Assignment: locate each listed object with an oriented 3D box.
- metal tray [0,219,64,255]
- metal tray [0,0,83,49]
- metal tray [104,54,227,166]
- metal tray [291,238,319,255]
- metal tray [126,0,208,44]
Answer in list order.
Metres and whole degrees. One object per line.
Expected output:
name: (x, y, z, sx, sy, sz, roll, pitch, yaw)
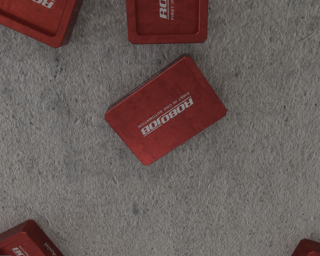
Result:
metal tray: (-0.202, 0.215, 0.484, 0.090, 0.030, 0.130, -28, 108, 9)
metal tray: (-0.156, -0.158, 0.347, 0.131, 0.030, 0.089, 23, 108, -9)
metal tray: (0.007, -0.022, 0.399, 0.130, 0.030, 0.090, -34, 107, 11)
metal tray: (0.272, 0.237, 0.497, 0.131, 0.030, 0.089, 18, 109, -7)
metal tray: (0.007, -0.162, 0.347, 0.091, 0.030, 0.129, -1, 110, 0)
